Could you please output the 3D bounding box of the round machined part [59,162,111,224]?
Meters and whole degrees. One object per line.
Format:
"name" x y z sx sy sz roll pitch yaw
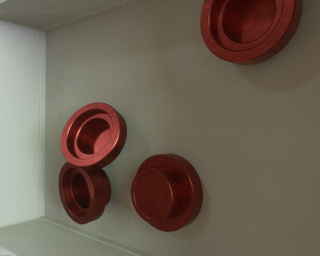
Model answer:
"round machined part" -0.114 0.095 0.482 0.098 0.042 0.097 7 100 42

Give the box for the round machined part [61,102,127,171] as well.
"round machined part" -0.091 0.015 0.452 0.098 0.042 0.098 -9 64 20

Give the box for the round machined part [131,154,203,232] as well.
"round machined part" 0.001 0.082 0.393 0.098 0.042 0.097 0 90 39

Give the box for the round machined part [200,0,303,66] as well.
"round machined part" 0.094 -0.113 0.317 0.098 0.042 0.097 0 90 39
